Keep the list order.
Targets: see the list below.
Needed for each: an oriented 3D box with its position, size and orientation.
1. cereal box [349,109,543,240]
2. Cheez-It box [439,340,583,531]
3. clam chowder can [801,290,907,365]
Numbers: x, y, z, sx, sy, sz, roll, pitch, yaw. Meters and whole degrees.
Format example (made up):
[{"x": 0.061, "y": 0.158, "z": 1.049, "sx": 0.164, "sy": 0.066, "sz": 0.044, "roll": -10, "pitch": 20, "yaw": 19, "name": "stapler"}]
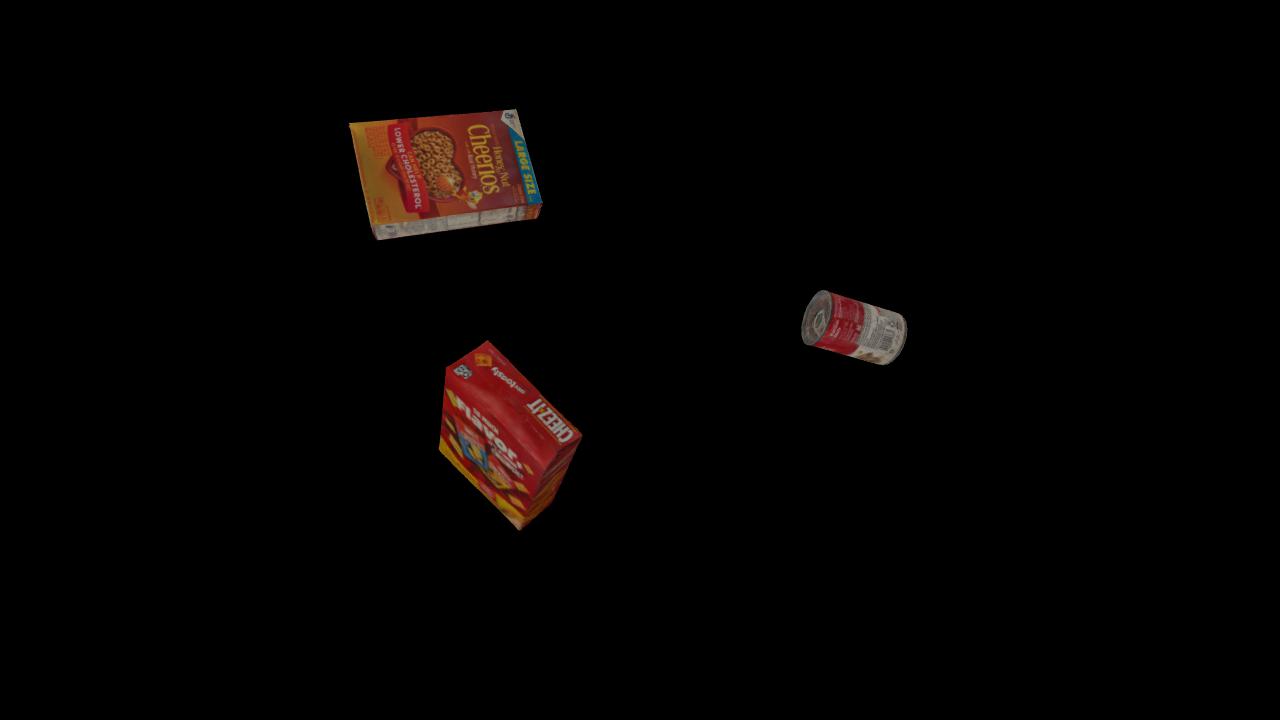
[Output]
[{"x": -0.354, "y": -0.348, "z": 1.140, "sx": 0.306, "sy": 0.203, "sz": 0.081, "roll": -12, "pitch": -10, "yaw": -18, "name": "cereal box"}, {"x": -0.170, "y": 0.103, "z": 0.769, "sx": 0.071, "sy": 0.166, "sz": 0.223, "roll": -40, "pitch": -13, "yaw": -35, "name": "Cheez-It box"}, {"x": 0.254, "y": -0.038, "z": 0.733, "sx": 0.102, "sy": 0.068, "sz": 0.068, "roll": 14, "pitch": -3, "yaw": -10, "name": "clam chowder can"}]
